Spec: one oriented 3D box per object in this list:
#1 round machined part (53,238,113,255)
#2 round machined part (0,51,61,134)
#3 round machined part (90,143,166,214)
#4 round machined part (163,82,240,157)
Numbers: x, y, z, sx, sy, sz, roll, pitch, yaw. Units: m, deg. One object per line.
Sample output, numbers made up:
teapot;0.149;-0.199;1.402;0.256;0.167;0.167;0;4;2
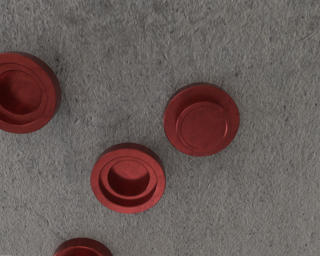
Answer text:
round machined part;-0.123;0.224;0.482;0.099;0.042;0.097;0;110;0
round machined part;-0.171;-0.045;0.382;0.099;0.042;0.097;0;110;0
round machined part;-0.042;0.064;0.424;0.099;0.042;0.097;0;110;0
round machined part;0.054;-0.006;0.399;0.099;0.042;0.097;0;110;0
